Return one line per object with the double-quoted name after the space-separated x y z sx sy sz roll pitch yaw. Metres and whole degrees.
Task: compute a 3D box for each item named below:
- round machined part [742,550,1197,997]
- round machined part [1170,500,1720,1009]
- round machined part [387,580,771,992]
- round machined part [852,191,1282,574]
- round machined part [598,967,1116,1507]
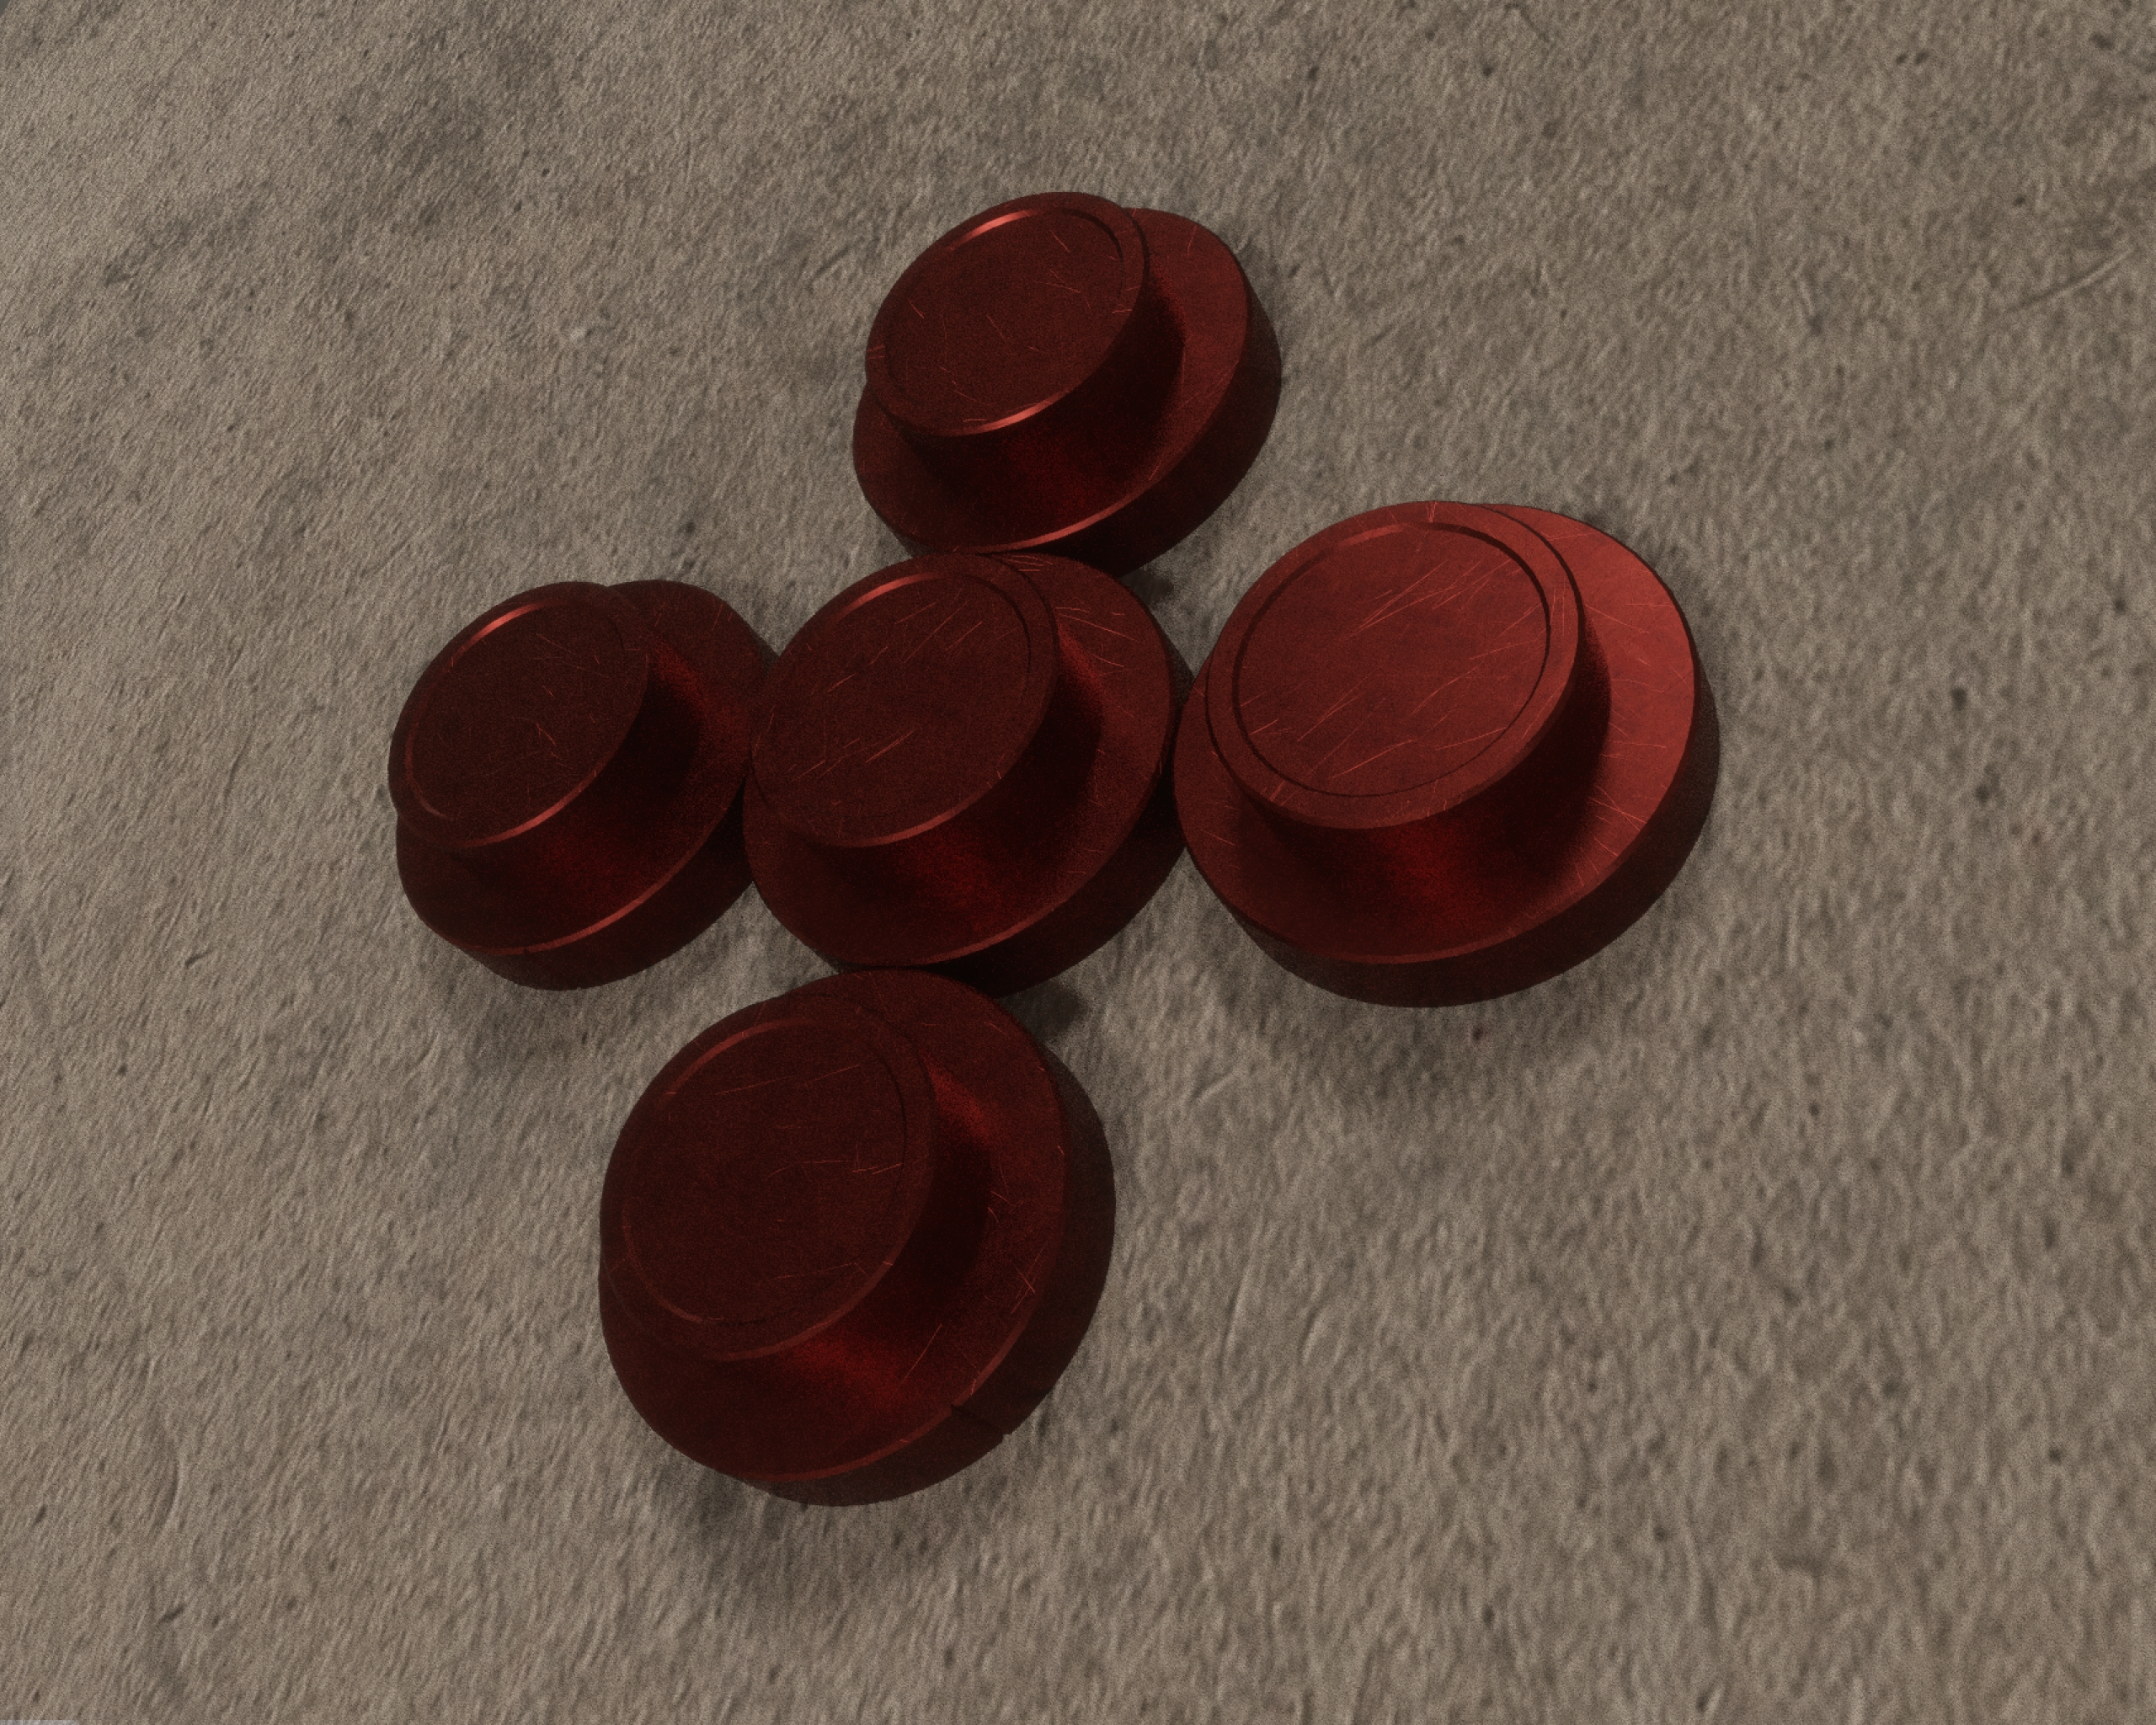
-0.026 -0.024 0.421 0.098 0.042 0.098 -13 56 20 "round machined part"
0.062 -0.026 0.377 0.098 0.042 0.098 -13 56 20 "round machined part"
-0.113 -0.024 0.466 0.098 0.042 0.098 -13 56 20 "round machined part"
-0.008 -0.110 0.465 0.098 0.042 0.098 -13 56 20 "round machined part"
-0.046 0.063 0.378 0.098 0.042 0.098 -13 56 20 "round machined part"
